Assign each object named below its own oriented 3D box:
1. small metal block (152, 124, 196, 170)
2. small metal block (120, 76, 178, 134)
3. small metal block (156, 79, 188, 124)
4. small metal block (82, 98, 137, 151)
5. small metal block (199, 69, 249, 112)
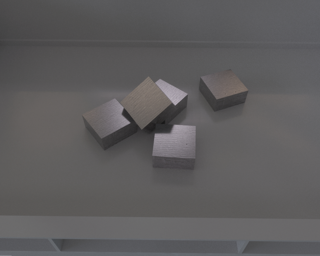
[{"bbox_3d":[0.018,0.023,0.386,0.050,0.025,0.050,4,50,3],"label":"small metal block"},{"bbox_3d":[-0.014,-0.029,0.400,0.050,0.025,0.050,-42,67,6],"label":"small metal block"},{"bbox_3d":[0.003,-0.036,0.436,0.050,0.025,0.050,32,57,24],"label":"small metal block"},{"bbox_3d":[-0.066,-0.006,0.409,0.050,0.025,0.050,-30,56,-23],"label":"small metal block"},{"bbox_3d":[0.092,-0.056,0.452,0.050,0.025,0.050,-17,52,-14],"label":"small metal block"}]
